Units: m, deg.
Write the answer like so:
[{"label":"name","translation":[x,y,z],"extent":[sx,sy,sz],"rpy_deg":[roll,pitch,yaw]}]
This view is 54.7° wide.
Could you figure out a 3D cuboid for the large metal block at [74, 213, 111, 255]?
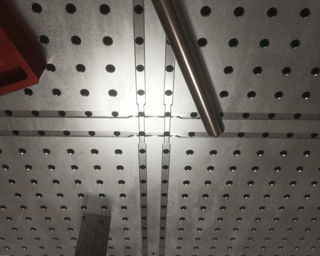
[{"label":"large metal block","translation":[-0.122,0.212,0.554],"extent":[0.050,0.080,0.079],"rpy_deg":[11,129,-9]}]

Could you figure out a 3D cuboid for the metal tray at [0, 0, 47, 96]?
[{"label":"metal tray","translation":[-0.196,-0.094,0.324],"extent":[0.090,0.030,0.130],"rpy_deg":[-16,129,12]}]

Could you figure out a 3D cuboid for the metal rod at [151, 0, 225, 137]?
[{"label":"metal rod","translation":[0.018,-0.102,0.324],"extent":[0.025,0.025,0.299],"rpy_deg":[-18,128,14]}]
